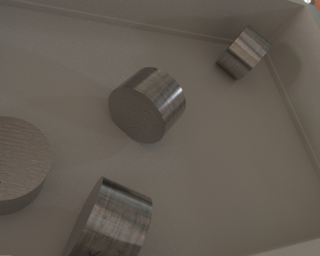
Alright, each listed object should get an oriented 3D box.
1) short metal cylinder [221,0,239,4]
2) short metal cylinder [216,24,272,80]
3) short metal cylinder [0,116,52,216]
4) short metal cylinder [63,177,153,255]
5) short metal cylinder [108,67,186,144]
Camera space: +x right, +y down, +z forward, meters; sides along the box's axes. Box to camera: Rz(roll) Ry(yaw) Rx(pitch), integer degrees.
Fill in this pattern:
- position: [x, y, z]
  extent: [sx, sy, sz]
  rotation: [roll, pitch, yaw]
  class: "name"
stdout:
- position: [0.154, -0.317, 0.671]
  extent: [0.081, 0.050, 0.080]
  rotation: [14, 56, -21]
  class: "short metal cylinder"
- position: [0.142, -0.128, 0.527]
  extent: [0.050, 0.080, 0.080]
  rotation: [40, 51, -1]
  class: "short metal cylinder"
- position: [-0.147, 0.036, 0.289]
  extent: [0.081, 0.050, 0.080]
  rotation: [14, 56, -21]
  class: "short metal cylinder"
- position: [-0.048, 0.092, 0.289]
  extent: [0.050, 0.080, 0.080]
  rotation: [27, 52, -12]
  class: "short metal cylinder"
- position: [-0.016, -0.027, 0.380]
  extent: [0.080, 0.080, 0.050]
  rotation: [42, 51, 0]
  class: "short metal cylinder"
